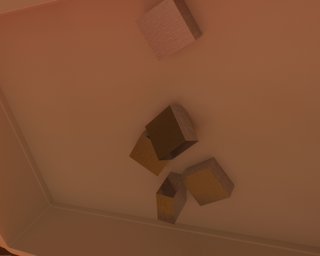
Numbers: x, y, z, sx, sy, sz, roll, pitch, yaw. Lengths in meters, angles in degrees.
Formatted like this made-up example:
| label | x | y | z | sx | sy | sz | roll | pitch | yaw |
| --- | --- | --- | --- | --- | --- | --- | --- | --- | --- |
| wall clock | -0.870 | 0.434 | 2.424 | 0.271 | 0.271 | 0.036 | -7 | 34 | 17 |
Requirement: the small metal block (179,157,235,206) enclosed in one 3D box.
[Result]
| label | x | y | z | sx | sy | sz | roll | pitch | yaw |
| --- | --- | --- | --- | --- | --- | --- | --- | --- | --- |
| small metal block | 0.064 | 0.074 | 0.421 | 0.050 | 0.025 | 0.050 | -29 | 103 | 37 |

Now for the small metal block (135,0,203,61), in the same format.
| label | x | y | z | sx | sy | sz | roll | pitch | yaw |
| --- | --- | --- | --- | --- | --- | --- | --- | --- | --- |
| small metal block | 0.010 | -0.109 | 0.336 | 0.050 | 0.025 | 0.050 | -22 | 107 | 36 |

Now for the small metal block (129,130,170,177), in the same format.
| label | x | y | z | sx | sy | sz | roll | pitch | yaw |
| --- | --- | --- | --- | --- | --- | --- | --- | --- | --- |
| small metal block | -0.008 | 0.032 | 0.433 | 0.050 | 0.025 | 0.050 | 35 | 129 | 5 |

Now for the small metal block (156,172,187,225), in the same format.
| label | x | y | z | sx | sy | sz | roll | pitch | yaw |
| --- | --- | --- | --- | --- | --- | --- | --- | --- | --- |
| small metal block | 0.018 | 0.100 | 0.445 | 0.025 | 0.050 | 0.050 | 11 | 123 | 22 |

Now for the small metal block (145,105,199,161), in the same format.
| label | x | y | z | sx | sy | sz | roll | pitch | yaw |
| --- | --- | --- | --- | --- | --- | --- | --- | --- | --- |
| small metal block | 0.014 | 0.007 | 0.389 | 0.050 | 0.025 | 0.050 | -40 | 62 | 35 |
